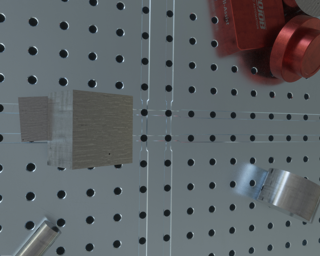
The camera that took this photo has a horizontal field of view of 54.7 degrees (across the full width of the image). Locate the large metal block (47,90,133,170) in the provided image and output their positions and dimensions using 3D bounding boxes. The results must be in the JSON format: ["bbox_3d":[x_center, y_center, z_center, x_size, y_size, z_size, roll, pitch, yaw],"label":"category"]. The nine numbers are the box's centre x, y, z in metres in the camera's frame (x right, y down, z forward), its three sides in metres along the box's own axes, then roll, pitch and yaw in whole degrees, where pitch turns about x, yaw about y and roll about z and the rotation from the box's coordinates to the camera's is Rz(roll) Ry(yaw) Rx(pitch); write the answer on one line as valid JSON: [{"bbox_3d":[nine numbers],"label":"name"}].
[{"bbox_3d":[-0.078,0.001,0.354,0.081,0.050,0.080,0,90,-48],"label":"large metal block"}]

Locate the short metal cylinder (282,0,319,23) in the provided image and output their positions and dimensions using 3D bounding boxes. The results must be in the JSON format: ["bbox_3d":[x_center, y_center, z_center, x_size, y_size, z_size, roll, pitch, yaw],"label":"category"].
[{"bbox_3d":[0.217,-0.204,0.479,0.081,0.050,0.080,0,90,-20],"label":"short metal cylinder"}]

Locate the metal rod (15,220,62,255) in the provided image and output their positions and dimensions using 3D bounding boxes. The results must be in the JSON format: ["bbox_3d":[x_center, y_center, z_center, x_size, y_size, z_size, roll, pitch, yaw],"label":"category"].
[{"bbox_3d":[-0.218,0.231,0.332,0.025,0.025,0.300,42,77,-15],"label":"metal rod"}]

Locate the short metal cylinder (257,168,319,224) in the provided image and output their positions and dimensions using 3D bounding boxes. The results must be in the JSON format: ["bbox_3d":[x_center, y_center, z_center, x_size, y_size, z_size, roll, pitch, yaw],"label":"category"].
[{"bbox_3d":[0.190,0.099,0.453,0.080,0.080,0.050,29,81,-18],"label":"short metal cylinder"}]

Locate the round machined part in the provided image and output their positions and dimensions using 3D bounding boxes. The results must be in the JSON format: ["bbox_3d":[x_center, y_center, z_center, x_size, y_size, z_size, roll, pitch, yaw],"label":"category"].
[{"bbox_3d":[0.212,-0.113,0.457,0.099,0.042,0.097,-21,129,-29],"label":"round machined part"}]

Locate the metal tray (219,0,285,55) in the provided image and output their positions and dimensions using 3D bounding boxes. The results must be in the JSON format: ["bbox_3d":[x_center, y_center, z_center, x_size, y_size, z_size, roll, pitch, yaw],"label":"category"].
[{"bbox_3d":[0.136,-0.180,0.459,0.091,0.030,0.129,-11,94,-20],"label":"metal tray"}]

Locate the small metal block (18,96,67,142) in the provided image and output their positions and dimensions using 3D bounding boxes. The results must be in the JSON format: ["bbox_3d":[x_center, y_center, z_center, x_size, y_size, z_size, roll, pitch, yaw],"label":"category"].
[{"bbox_3d":[-0.136,-0.011,0.363,0.050,0.025,0.050,-4,92,-20],"label":"small metal block"}]
